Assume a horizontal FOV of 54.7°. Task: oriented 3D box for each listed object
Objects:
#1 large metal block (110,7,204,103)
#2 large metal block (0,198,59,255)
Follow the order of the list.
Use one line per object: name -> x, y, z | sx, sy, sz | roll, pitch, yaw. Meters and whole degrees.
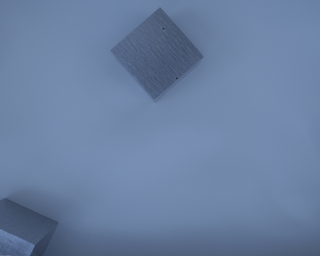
large metal block -> -0.003, -0.090, 0.399 | 0.080, 0.050, 0.080 | -41, 90, 0
large metal block -> -0.185, 0.135, 0.382 | 0.080, 0.080, 0.050 | 25, 90, 0
